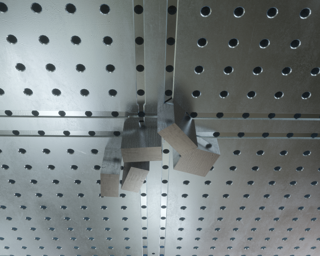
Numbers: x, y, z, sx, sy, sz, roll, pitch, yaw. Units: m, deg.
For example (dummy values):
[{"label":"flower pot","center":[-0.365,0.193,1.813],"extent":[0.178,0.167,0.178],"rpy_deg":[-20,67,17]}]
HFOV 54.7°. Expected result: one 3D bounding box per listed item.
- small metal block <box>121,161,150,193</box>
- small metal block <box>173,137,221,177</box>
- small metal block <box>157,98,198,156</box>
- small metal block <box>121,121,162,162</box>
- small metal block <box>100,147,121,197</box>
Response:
[{"label":"small metal block","center":[-0.035,0.056,0.442],"extent":[0.025,0.050,0.050],"rpy_deg":[15,128,-13]},{"label":"small metal block","center":[0.052,0.040,0.447],"extent":[0.050,0.025,0.050],"rpy_deg":[15,128,-13]},{"label":"small metal block","center":[0.022,-0.001,0.395],"extent":[0.025,0.050,0.050],"rpy_deg":[-30,124,23]},{"label":"small metal block","center":[-0.023,0.018,0.410],"extent":[0.050,0.050,0.025],"rpy_deg":[-3,130,2]},{"label":"small metal block","center":[-0.070,0.064,0.449],"extent":[0.025,0.050,0.050],"rpy_deg":[5,130,-4]}]
